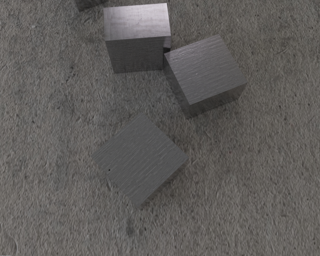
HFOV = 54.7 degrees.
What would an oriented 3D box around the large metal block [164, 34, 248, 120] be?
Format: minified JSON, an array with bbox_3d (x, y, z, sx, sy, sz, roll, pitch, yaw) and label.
[{"bbox_3d":[0.058,-0.069,0.420,0.080,0.050,0.080,-22,72,-8],"label":"large metal block"}]

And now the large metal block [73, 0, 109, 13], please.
[{"bbox_3d":[-0.123,-0.239,0.465,0.050,0.080,0.080,-26,72,-9],"label":"large metal block"}]

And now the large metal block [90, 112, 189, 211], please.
[{"bbox_3d":[-0.023,0.042,0.379,0.080,0.050,0.080,-42,76,-14],"label":"large metal block"}]

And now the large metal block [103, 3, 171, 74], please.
[{"bbox_3d":[-0.029,-0.119,0.422,0.081,0.080,0.050,-5,70,-2],"label":"large metal block"}]
